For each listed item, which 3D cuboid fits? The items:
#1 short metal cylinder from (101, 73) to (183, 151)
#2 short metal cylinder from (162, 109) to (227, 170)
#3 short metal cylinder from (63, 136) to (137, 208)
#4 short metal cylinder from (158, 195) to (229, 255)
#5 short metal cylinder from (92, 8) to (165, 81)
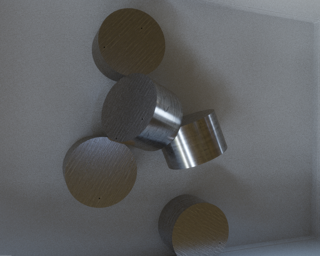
[{"bbox_3d":[-0.021,-0.017,0.359,0.050,0.080,0.080,25,80,-50],"label":"short metal cylinder"},{"bbox_3d":[0.039,0.013,0.397,0.081,0.080,0.050,-23,98,-19],"label":"short metal cylinder"},{"bbox_3d":[-0.073,0.050,0.371,0.081,0.050,0.079,0,90,-20],"label":"short metal cylinder"},{"bbox_3d":[0.044,0.134,0.415,0.081,0.050,0.079,0,90,-21],"label":"short metal cylinder"},{"bbox_3d":[-0.040,-0.099,0.383,0.081,0.050,0.079,0,90,-20],"label":"short metal cylinder"}]
